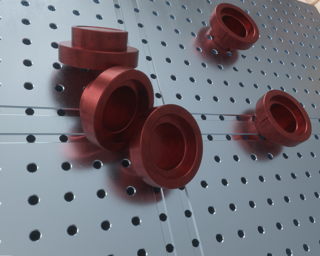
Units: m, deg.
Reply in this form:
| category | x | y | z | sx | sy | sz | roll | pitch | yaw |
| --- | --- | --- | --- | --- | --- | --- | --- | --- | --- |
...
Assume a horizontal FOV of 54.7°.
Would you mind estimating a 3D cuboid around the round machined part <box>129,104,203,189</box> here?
| category | x | y | z | sx | sy | sz | roll | pitch | yaw |
| --- | --- | --- | --- | --- | --- | --- | --- | --- | --- |
| round machined part | 0.003 | 0.022 | 0.371 | 0.099 | 0.042 | 0.097 | 5 | 83 | -41 |

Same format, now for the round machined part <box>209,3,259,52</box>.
| category | x | y | z | sx | sy | sz | roll | pitch | yaw |
| --- | --- | --- | --- | --- | --- | --- | --- | --- | --- |
| round machined part | 0.134 | -0.184 | 0.585 | 0.099 | 0.042 | 0.098 | 14 | 56 | -21 |

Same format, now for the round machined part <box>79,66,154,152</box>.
| category | x | y | z | sx | sy | sz | roll | pitch | yaw |
| --- | --- | --- | --- | --- | --- | --- | --- | --- | --- |
| round machined part | -0.054 | -0.025 | 0.361 | 0.042 | 0.097 | 0.099 | 22 | 43 | 31 |

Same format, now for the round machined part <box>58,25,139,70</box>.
| category | x | y | z | sx | sy | sz | roll | pitch | yaw |
| --- | --- | --- | --- | --- | --- | --- | --- | --- | --- |
| round machined part | -0.075 | -0.103 | 0.387 | 0.099 | 0.042 | 0.098 | 6 | 21 | -2 |

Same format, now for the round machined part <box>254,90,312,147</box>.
| category | x | y | z | sx | sy | sz | roll | pitch | yaw |
| --- | --- | --- | --- | --- | --- | --- | --- | --- | --- |
| round machined part | 0.198 | -0.012 | 0.514 | 0.099 | 0.042 | 0.098 | 14 | 56 | -21 |
